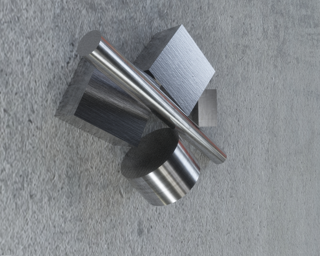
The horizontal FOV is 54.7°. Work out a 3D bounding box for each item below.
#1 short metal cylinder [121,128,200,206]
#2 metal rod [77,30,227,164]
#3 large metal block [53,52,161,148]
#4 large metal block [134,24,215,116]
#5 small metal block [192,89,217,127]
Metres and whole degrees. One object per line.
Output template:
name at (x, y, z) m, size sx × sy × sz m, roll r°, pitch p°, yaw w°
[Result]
short metal cylinder at (0.001, 0.045, 0.370) m, size 0.080 × 0.080 × 0.050 m, roll -51°, pitch 121°, yaw -27°
metal rod at (0.017, -0.012, 0.367) m, size 0.301 × 0.025 × 0.025 m, roll 37°, pitch 66°, yaw -51°
large metal block at (-0.056, -0.032, 0.343) m, size 0.080 × 0.050 × 0.080 m, roll 31°, pitch 71°, yaw -36°
large metal block at (0.015, -0.071, 0.399) m, size 0.080 × 0.050 × 0.080 m, roll 47°, pitch 62°, yaw -30°
small metal block at (0.062, -0.027, 0.438) m, size 0.025 × 0.050 × 0.050 m, roll -1°, pitch 92°, yaw -4°
